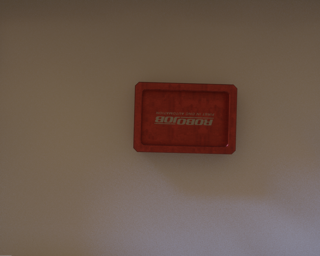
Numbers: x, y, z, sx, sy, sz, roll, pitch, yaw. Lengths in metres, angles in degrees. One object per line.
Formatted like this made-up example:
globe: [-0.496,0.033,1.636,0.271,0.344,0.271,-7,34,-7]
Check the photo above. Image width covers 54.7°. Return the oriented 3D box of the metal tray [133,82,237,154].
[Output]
metal tray: [0.032,-0.013,0.409,0.131,0.030,0.089,2,90,-1]
